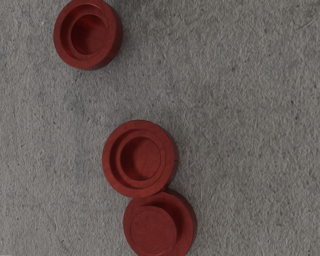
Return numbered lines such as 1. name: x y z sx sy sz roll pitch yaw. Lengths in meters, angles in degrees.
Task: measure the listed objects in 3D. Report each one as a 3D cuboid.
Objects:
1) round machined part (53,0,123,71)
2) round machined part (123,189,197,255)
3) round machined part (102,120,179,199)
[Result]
1. round machined part: -0.095 -0.129 0.434 0.098 0.042 0.097 0 90 20
2. round machined part: -0.004 0.129 0.401 0.098 0.042 0.097 0 90 20
3. round machined part: -0.022 0.040 0.403 0.098 0.042 0.097 -2 82 19
